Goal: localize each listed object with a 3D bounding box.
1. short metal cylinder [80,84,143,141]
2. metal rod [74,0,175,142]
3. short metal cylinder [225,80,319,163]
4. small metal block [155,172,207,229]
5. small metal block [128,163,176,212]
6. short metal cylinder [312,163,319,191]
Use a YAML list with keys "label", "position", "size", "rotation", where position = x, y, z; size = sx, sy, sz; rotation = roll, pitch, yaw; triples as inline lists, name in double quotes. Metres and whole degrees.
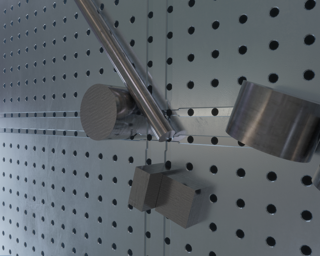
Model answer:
- label: "short metal cylinder"
  position: [-0.071, -0.022, 0.452]
  size: [0.080, 0.050, 0.079]
  rotation: [0, 90, 40]
- label: "metal rod"
  position: [-0.063, -0.106, 0.461]
  size: [0.025, 0.025, 0.299]
  rotation: [-46, 63, 30]
- label: "short metal cylinder"
  position: [0.107, -0.008, 0.285]
  size: [0.080, 0.081, 0.050]
  rotation: [28, 107, 36]
- label: "small metal block"
  position: [0.025, 0.089, 0.389]
  size: [0.050, 0.025, 0.050]
  rotation: [21, 103, 38]
- label: "small metal block"
  position: [-0.010, 0.075, 0.401]
  size: [0.025, 0.050, 0.050]
  rotation: [21, 103, 38]
- label: "short metal cylinder"
  position: [0.167, 0.036, 0.236]
  size: [0.080, 0.081, 0.050]
  rotation: [30, 109, 36]
